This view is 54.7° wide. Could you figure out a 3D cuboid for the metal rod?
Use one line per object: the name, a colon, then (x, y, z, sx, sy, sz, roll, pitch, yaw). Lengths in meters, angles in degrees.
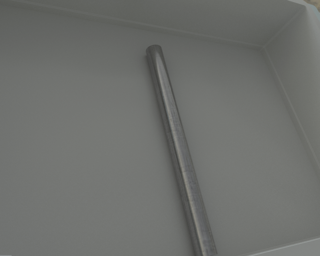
metal rod: (0.022, 0.013, 0.411, 0.025, 0.025, 0.299, 1, 61, -28)
